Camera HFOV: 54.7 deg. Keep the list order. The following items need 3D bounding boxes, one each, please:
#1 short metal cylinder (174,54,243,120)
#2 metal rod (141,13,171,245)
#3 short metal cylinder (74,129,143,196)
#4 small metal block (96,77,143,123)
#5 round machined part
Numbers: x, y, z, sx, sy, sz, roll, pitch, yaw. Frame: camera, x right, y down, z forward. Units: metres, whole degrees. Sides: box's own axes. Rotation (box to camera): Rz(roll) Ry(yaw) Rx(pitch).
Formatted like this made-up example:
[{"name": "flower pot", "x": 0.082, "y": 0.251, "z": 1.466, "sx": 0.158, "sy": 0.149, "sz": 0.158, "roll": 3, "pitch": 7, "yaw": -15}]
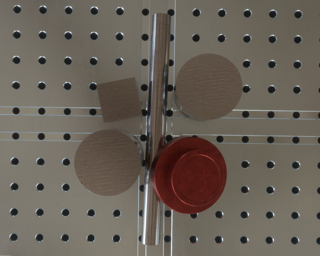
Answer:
[{"name": "short metal cylinder", "x": 0.059, "y": -0.050, "z": 0.397, "sx": 0.081, "sy": 0.050, "sz": 0.079, "roll": 0, "pitch": 90, "yaw": 0}, {"name": "metal rod", "x": -0.005, "y": 0.002, "z": 0.409, "sx": 0.025, "sy": 0.025, "sz": 0.298, "roll": 3, "pitch": 90, "yaw": 0}, {"name": "short metal cylinder", "x": -0.062, "y": 0.042, "z": 0.396, "sx": 0.081, "sy": 0.050, "sz": 0.079, "roll": 0, "pitch": 90, "yaw": 0}, {"name": "small metal block", "x": -0.052, "y": -0.036, "z": 0.409, "sx": 0.050, "sy": 0.025, "sz": 0.050, "roll": -11, "pitch": 90, "yaw": 0}, {"name": "round machined part", "x": 0.041, "y": 0.060, "z": 0.389, "sx": 0.099, "sy": 0.042, "sz": 0.097, "roll": 0, "pitch": 90, "yaw": -16}]
